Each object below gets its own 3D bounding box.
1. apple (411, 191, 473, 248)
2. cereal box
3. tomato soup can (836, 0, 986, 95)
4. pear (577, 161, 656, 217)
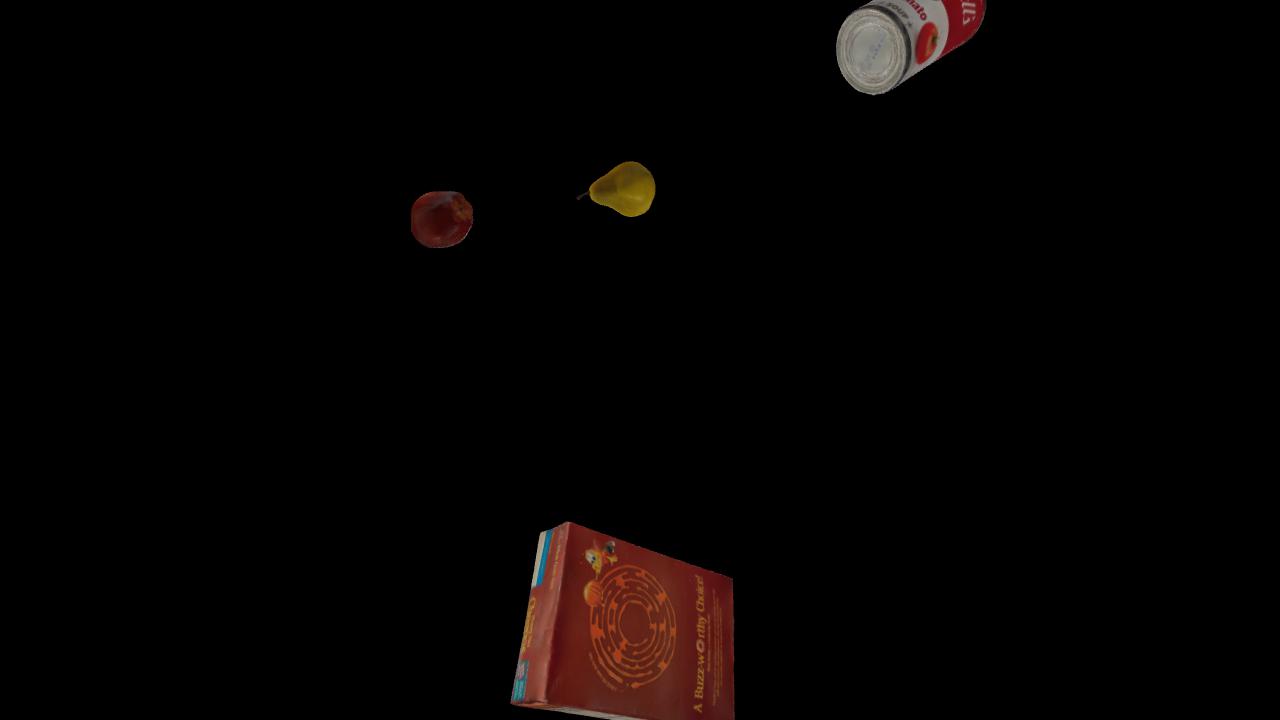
[{"bbox_3d":[-0.275,-0.194,0.851,0.093,0.079,0.079,-10,-5,31],"label":"apple"},{"bbox_3d":[-0.005,0.354,0.801,0.306,0.203,0.081,28,-41,-30],"label":"cereal box"},{"bbox_3d":[0.215,-0.265,0.493,0.101,0.068,0.068,-35,13,-18],"label":"tomato soup can"},{"bbox_3d":[-0.036,-0.250,0.895,0.111,0.080,0.080,-1,0,-23],"label":"pear"}]
